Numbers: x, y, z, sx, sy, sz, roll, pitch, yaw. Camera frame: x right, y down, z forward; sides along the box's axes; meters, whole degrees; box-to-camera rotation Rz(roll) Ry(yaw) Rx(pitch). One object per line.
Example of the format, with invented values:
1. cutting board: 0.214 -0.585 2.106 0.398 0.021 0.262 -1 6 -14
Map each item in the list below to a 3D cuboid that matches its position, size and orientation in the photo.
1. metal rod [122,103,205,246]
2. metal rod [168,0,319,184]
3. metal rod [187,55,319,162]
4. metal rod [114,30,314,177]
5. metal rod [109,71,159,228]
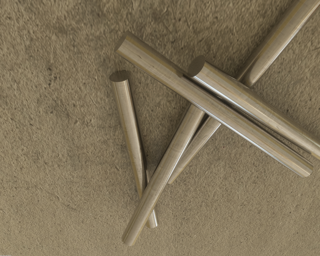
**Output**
1. metal rod: 0.003 0.068 0.440 0.025 0.025 0.298 17 121 -14
2. metal rod: 0.080 -0.027 0.384 0.025 0.025 0.298 21 127 -17
3. metal rod: 0.153 -0.003 0.383 0.301 0.025 0.025 27 125 -30
4. metal rod: 0.080 -0.014 0.361 0.301 0.025 0.025 31 124 -24
5. metal rod: -0.030 0.053 0.451 0.025 0.025 0.298 -5 130 4
